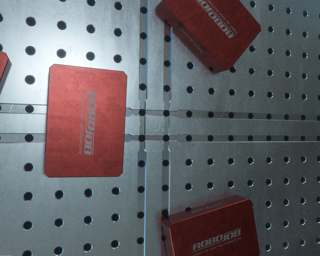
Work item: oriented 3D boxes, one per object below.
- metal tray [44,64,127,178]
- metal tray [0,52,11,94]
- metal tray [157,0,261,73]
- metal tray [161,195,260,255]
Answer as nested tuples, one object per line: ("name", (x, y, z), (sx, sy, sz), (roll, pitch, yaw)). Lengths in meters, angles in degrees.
("metal tray", (-0.090, -0.007, 0.377), (0.091, 0.030, 0.129), (3, 89, -21))
("metal tray", (-0.226, -0.032, 0.326), (0.091, 0.030, 0.129), (19, 83, -19))
("metal tray", (0.071, -0.154, 0.437), (0.130, 0.030, 0.090), (43, 76, -15))
("metal tray", (0.074, 0.156, 0.439), (0.131, 0.030, 0.089), (-11, 94, -20))
